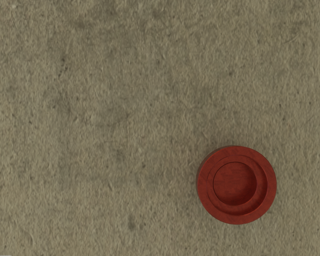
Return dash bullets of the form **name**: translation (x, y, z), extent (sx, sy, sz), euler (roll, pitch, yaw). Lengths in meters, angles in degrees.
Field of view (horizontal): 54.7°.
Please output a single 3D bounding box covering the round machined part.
- **round machined part**: translation (0.095, 0.071, 0.403), extent (0.099, 0.042, 0.097), euler (0, 90, -1)
